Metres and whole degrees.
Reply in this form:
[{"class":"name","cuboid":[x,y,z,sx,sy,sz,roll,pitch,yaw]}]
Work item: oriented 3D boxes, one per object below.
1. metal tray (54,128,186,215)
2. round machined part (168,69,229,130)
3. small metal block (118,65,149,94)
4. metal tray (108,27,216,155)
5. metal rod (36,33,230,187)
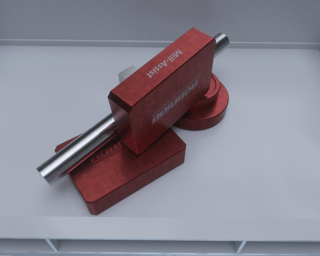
[{"class":"metal tray","cuboid":[-0.046,0.032,0.373,0.131,0.030,0.090,-28,56,-22]},{"class":"round machined part","cuboid":[0.047,-0.048,0.432,0.099,0.042,0.098,0,50,0]},{"class":"small metal block","cuboid":[-0.030,-0.050,0.429,0.025,0.050,0.050,-37,60,-27]},{"class":"metal tray","cuboid":[0.007,-0.040,0.346,0.030,0.090,0.131,37,65,23]},{"class":"metal rod","cuboid":[-0.016,-0.037,0.383,0.025,0.025,0.301,37,63,26]}]
